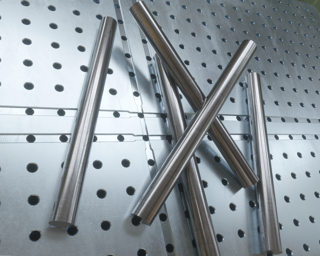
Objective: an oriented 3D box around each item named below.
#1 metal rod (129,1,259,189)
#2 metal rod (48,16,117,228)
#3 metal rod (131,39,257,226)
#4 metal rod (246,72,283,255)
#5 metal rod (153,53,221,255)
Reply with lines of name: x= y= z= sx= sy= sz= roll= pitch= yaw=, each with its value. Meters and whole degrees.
metal rod: x=0.047 y=-0.048 z=0.438 sx=0.025 sy=0.025 sz=0.299 roll=-31 pitch=87 yaw=-38
metal rod: x=-0.086 y=-0.032 z=0.382 sx=0.025 sy=0.025 sz=0.300 roll=17 pitch=55 yaw=-19
metal rod: x=0.057 y=-0.011 z=0.402 sx=0.025 sy=0.025 sz=0.301 roll=37 pitch=65 yaw=-4
metal rod: x=0.154 y=0.033 z=0.473 sx=0.025 sy=0.025 sz=0.300 roll=18 pitch=54 yaw=-18
metal rod: x=0.030 y=0.021 z=0.412 sx=0.025 sy=0.025 sz=0.299 roll=2 pitch=61 yaw=-27
